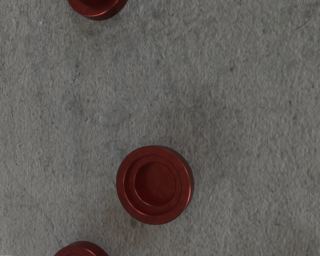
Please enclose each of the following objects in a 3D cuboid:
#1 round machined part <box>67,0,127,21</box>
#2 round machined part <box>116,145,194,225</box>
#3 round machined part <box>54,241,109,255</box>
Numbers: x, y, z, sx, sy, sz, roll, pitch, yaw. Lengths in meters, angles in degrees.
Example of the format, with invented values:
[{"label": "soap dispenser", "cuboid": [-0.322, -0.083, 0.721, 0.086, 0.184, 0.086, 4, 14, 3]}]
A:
[{"label": "round machined part", "cuboid": [-0.093, -0.205, 0.431, 0.098, 0.042, 0.097, 0, 90, 19]}, {"label": "round machined part", "cuboid": [-0.003, 0.071, 0.400, 0.098, 0.042, 0.097, 0, 90, 19]}, {"label": "round machined part", "cuboid": [-0.104, 0.207, 0.435, 0.098, 0.042, 0.097, 0, 90, 19]}]
